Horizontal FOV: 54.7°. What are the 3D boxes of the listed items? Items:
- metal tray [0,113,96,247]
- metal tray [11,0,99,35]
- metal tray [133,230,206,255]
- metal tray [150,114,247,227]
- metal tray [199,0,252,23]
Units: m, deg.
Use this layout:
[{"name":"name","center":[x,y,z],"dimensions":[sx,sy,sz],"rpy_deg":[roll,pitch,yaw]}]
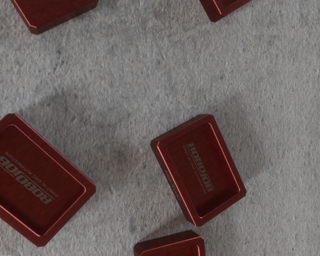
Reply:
[{"name":"metal tray","center":[-0.150,0.058,0.351],"dimensions":[0.130,0.030,0.090],"rpy_deg":[46,75,-15]},{"name":"metal tray","center":[-0.141,-0.186,0.354],"dimensions":[0.090,0.030,0.130],"rpy_deg":[-33,101,-17]},{"name":"metal tray","center":[0.018,0.213,0.414],"dimensions":[0.091,0.030,0.129],"rpy_deg":[-7,93,-20]},{"name":"metal tray","center":[0.055,0.056,0.427],"dimensions":[0.091,0.030,0.129],"rpy_deg":[-28,100,-18]},{"name":"metal tray","center":[0.083,-0.229,0.437],"dimensions":[0.090,0.030,0.130],"rpy_deg":[-35,102,-17]}]
